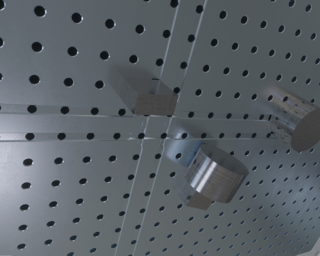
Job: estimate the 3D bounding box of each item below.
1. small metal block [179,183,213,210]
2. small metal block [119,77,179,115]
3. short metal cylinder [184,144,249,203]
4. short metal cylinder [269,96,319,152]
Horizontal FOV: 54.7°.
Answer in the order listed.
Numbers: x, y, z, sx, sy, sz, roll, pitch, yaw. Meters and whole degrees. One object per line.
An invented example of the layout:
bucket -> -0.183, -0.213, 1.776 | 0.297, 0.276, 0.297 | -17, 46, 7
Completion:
small metal block -> 0.068, 0.106, 0.514 | 0.050, 0.025, 0.050 | 23, 106, -37
small metal block -> -0.014, -0.037, 0.364 | 0.050, 0.050, 0.025 | 0, 119, -29
short metal cylinder -> 0.084, 0.067, 0.463 | 0.081, 0.080, 0.050 | 16, 110, -35
short metal cylinder -> 0.232, -0.007, 0.518 | 0.081, 0.050, 0.079 | -14, 124, -21
